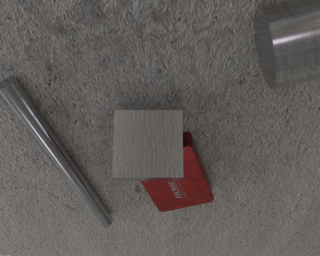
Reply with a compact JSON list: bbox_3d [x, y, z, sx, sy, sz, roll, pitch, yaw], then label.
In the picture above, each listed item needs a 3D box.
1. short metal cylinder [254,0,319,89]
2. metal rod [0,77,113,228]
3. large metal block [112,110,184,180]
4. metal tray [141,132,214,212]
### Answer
[{"bbox_3d":[0.127,-0.083,0.302,0.050,0.080,0.080,-12,129,10],"label":"short metal cylinder"},{"bbox_3d":[-0.137,0.056,0.453,0.025,0.025,0.299,-13,129,10],"label":"metal rod"},{"bbox_3d":[-0.014,0.023,0.381,0.081,0.080,0.050,0,166,0],"label":"large metal block"},{"bbox_3d":[0.021,0.071,0.464,0.090,0.030,0.130,-15,129,12],"label":"metal tray"}]
